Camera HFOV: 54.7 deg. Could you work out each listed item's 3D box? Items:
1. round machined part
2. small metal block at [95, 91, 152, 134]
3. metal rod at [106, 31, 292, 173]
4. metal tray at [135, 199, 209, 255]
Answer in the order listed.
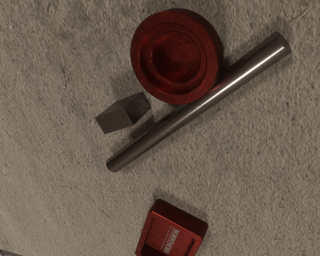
[{"bbox_3d":[0.021,-0.078,0.334,0.098,0.042,0.097,13,122,23],"label":"round machined part"},{"bbox_3d":[-0.047,-0.020,0.401,0.050,0.050,0.025,-16,110,34],"label":"small metal block"},{"bbox_3d":[0.022,-0.012,0.386,0.025,0.025,0.299,49,128,-6],"label":"metal rod"},{"bbox_3d":[0.015,0.185,0.508,0.090,0.030,0.129,25,127,12],"label":"metal tray"}]
